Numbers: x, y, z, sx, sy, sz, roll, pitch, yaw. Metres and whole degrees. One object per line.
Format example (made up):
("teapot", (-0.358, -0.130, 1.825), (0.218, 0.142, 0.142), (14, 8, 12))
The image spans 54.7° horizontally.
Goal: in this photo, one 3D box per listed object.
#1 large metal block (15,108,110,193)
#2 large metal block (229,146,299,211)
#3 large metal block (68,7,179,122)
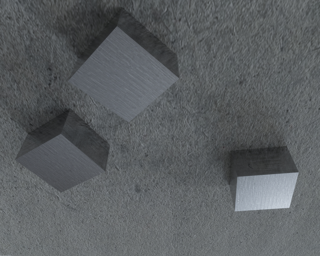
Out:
("large metal block", (-0.127, 0.033, 0.417), (0.080, 0.050, 0.080), (-27, 125, 21))
("large metal block", (0.148, 0.076, 0.457), (0.080, 0.050, 0.080), (-5, 130, 4))
("large metal block", (-0.037, -0.065, 0.335), (0.080, 0.050, 0.080), (36, 121, -27))
